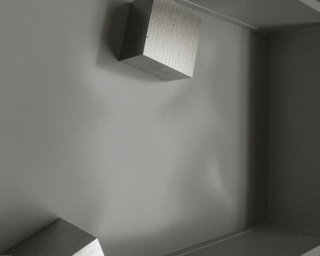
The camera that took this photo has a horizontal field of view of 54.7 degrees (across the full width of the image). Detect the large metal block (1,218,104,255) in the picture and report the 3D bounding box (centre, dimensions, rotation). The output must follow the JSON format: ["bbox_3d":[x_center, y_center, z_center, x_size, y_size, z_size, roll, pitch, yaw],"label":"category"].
[{"bbox_3d":[-0.103,0.135,0.286,0.081,0.080,0.050,-27,108,-37],"label":"large metal block"}]

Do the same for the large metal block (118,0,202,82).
[{"bbox_3d":[0.002,-0.112,0.394,0.081,0.050,0.080,17,79,-39],"label":"large metal block"}]
